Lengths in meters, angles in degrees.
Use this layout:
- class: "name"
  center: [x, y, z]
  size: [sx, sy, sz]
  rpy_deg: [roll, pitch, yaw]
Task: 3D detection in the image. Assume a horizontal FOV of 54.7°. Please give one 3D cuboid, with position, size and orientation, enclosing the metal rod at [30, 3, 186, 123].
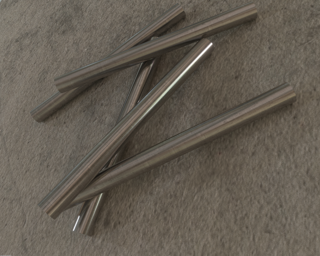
- class: "metal rod"
  center: [-0.087, -0.105, 0.512]
  size: [0.300, 0.025, 0.025]
  rpy_deg: [-35, 52, 4]

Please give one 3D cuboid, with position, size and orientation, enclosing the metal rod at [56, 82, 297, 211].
- class: "metal rod"
  center: [0.013, 0.025, 0.362]
  size: [0.301, 0.025, 0.025]
  rpy_deg: [-26, 53, 4]

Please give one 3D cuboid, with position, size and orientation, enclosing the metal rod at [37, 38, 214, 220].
- class: "metal rod"
  center: [-0.028, -0.014, 0.386]
  size: [0.025, 0.025, 0.301]
  rpy_deg: [25, 63, 36]

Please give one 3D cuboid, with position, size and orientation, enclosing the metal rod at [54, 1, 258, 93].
- class: "metal rod"
  center: [-0.009, -0.115, 0.447]
  size: [0.301, 0.025, 0.025]
  rpy_deg: [-20, 54, 4]

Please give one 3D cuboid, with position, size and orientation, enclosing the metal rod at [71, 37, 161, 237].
- class: "metal rod"
  center: [-0.049, -0.004, 0.430]
  size: [0.025, 0.025, 0.300]
  rpy_deg: [6, 64, 30]
